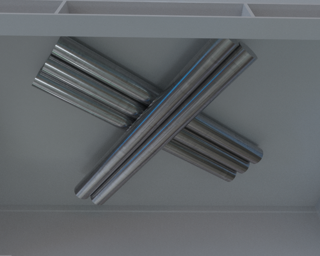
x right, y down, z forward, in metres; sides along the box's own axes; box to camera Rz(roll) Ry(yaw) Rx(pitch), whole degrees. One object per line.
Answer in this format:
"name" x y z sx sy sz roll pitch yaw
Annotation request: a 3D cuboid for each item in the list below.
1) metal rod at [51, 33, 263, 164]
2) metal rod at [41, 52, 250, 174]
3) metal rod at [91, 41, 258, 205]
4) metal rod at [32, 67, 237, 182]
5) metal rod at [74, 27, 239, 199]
"metal rod" 0.014 -0.025 0.386 0.301 0.025 0.025 28 125 -22
"metal rod" -0.002 -0.009 0.399 0.301 0.025 0.025 28 125 -22
"metal rod" -0.002 0.013 0.385 0.025 0.025 0.299 30 124 -23
"metal rod" -0.017 0.005 0.411 0.301 0.025 0.025 28 125 -22
"metal rod" -0.023 0.002 0.376 0.025 0.025 0.299 30 124 -23
